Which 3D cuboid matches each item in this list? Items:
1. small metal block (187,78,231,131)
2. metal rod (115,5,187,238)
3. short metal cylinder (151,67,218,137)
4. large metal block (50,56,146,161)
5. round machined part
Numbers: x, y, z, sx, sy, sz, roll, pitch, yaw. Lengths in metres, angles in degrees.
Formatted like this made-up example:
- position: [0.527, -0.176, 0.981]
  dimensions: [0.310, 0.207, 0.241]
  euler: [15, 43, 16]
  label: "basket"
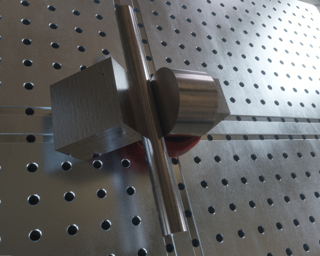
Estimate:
- position: [0.056, -0.028, 0.387]
  dimensions: [0.025, 0.050, 0.050]
  euler: [1, 62, -28]
  label: "small metal block"
- position: [-0.018, -0.028, 0.364]
  dimensions: [0.025, 0.025, 0.299]
  euler: [1, 61, -28]
  label: "metal rod"
- position: [0.024, -0.029, 0.366]
  dimensions: [0.050, 0.080, 0.080]
  euler: [1, 62, -28]
  label: "short metal cylinder"
- position: [-0.069, -0.018, 0.340]
  dimensions: [0.050, 0.080, 0.080]
  euler: [40, 33, -60]
  label: "large metal block"
- position: [0.004, -0.006, 0.403]
  dimensions: [0.099, 0.042, 0.098]
  euler: [14, 56, -21]
  label: "round machined part"
